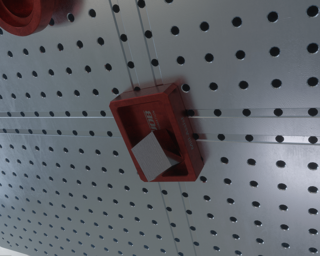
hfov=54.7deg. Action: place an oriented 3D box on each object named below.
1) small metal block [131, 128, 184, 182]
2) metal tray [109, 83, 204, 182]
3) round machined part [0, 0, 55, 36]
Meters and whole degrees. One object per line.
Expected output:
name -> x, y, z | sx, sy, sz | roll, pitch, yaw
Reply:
small metal block -> -0.004, 0.036, 0.408 | 0.050, 0.025, 0.050 | -40, 73, 39
metal tray -> -0.003, 0.012, 0.416 | 0.090, 0.030, 0.129 | -7, 115, 31
round machined part -> -0.172, -0.169, 0.387 | 0.098, 0.042, 0.097 | 13, 124, 21
